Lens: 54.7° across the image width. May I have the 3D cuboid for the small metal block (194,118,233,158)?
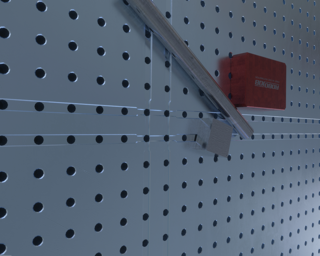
[{"bbox_3d":[0.084,0.016,0.479,0.050,0.025,0.050,21,77,-38],"label":"small metal block"}]

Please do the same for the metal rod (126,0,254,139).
[{"bbox_3d":[0.057,-0.080,0.456,0.300,0.025,0.025,44,64,-31],"label":"metal rod"}]

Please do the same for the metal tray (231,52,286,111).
[{"bbox_3d":[0.180,-0.079,0.556,0.131,0.030,0.089,1,90,-40],"label":"metal tray"}]
